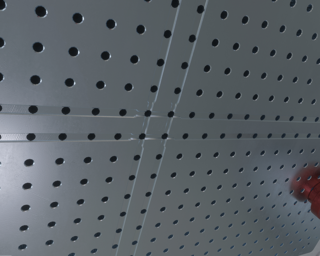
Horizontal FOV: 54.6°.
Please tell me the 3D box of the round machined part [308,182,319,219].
[{"bbox_3d":[0.379,0.157,0.702,0.099,0.042,0.097,-14,124,-21],"label":"round machined part"}]
